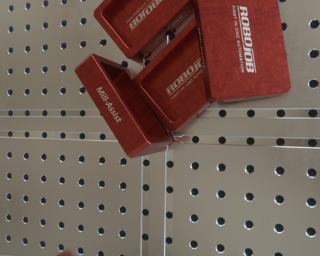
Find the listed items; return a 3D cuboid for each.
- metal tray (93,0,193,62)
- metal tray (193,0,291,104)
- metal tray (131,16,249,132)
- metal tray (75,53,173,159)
[{"bbox_3d":[-0.016,-0.165,0.415,0.130,0.030,0.090,-41,77,15],"label":"metal tray"},{"bbox_3d":[0.093,-0.098,0.359,0.091,0.030,0.129,-7,87,-3],"label":"metal tray"},{"bbox_3d":[0.038,-0.068,0.396,0.130,0.030,0.090,-42,77,15],"label":"metal tray"},{"bbox_3d":[-0.042,-0.027,0.393,0.030,0.090,0.130,-37,78,17],"label":"metal tray"}]
